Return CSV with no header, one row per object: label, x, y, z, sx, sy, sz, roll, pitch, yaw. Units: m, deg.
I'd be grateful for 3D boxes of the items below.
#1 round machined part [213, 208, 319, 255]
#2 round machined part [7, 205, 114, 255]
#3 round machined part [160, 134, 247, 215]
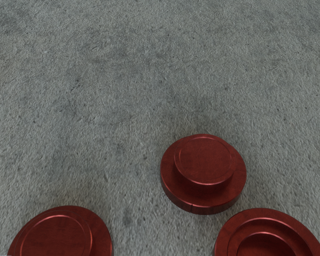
round machined part,0.097,0.128,0.285,0.099,0.042,0.098,0,50,0
round machined part,-0.095,0.118,0.292,0.099,0.042,0.098,0,50,0
round machined part,0.050,0.045,0.354,0.099,0.042,0.098,0,50,0
